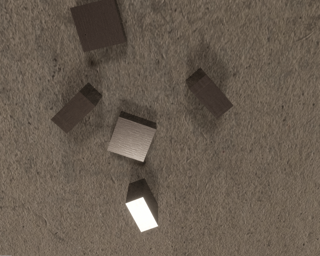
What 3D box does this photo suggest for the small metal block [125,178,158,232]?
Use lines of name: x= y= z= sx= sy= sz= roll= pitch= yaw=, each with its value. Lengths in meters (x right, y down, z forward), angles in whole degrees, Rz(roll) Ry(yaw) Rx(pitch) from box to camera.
small metal block: x=-0.024 y=0.107 z=0.436 sx=0.025 sy=0.050 sz=0.050 roll=-22 pitch=109 yaw=7

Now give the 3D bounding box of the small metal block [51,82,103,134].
small metal block: x=-0.102 y=-0.026 z=0.385 sx=0.050 sy=0.050 sz=0.025 roll=-41 pitch=105 yaw=13

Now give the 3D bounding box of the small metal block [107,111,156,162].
small metal block: x=-0.037 y=0.011 z=0.413 sx=0.050 sy=0.025 sz=0.050 roll=19 pitch=109 yaw=-8

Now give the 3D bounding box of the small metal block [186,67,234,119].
small metal block: x=0.060 y=-0.044 z=0.381 sx=0.025 sy=0.050 sz=0.050 roll=-41 pitch=105 yaw=13

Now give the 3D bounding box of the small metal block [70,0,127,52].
small metal block: x=-0.071 y=-0.121 z=0.364 sx=0.050 sy=0.025 sz=0.050 roll=-12 pitch=110 yaw=4
